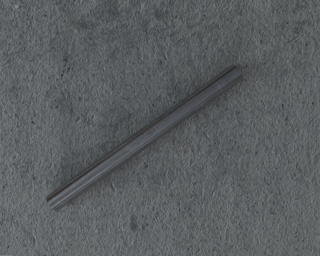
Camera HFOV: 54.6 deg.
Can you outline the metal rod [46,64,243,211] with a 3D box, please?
[{"bbox_3d":[-0.020,0.013,0.411,0.301,0.025,0.025,-35,90,0],"label":"metal rod"}]
